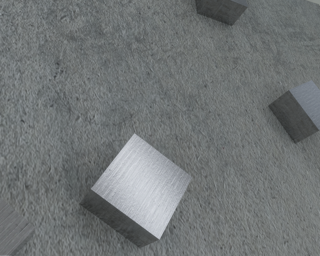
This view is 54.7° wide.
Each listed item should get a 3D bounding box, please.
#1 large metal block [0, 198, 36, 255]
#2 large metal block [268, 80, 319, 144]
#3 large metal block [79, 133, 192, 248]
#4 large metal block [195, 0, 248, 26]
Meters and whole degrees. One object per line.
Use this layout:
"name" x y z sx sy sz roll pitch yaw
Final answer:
"large metal block" -0.162 0.090 0.245 0.080 0.050 0.080 41 51 0
"large metal block" 0.251 -0.029 0.541 0.081 0.050 0.080 -21 73 -36
"large metal block" -0.025 0.067 0.333 0.080 0.050 0.080 38 51 -3
"large metal block" 0.117 -0.258 0.608 0.081 0.050 0.080 11 57 -23
